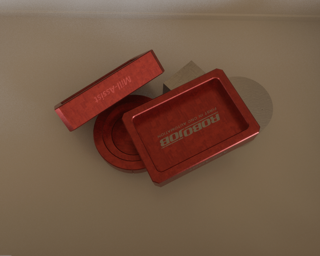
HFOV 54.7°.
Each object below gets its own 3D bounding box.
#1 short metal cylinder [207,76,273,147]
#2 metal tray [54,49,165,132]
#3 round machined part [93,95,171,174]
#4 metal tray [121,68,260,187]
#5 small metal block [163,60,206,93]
[{"bbox_3d":[0.098,-0.020,0.402,0.081,0.050,0.080,0,70,0],"label":"short metal cylinder"},{"bbox_3d":[-0.067,-0.048,0.388,0.131,0.090,0.030,-35,106,-13],"label":"metal tray"},{"bbox_3d":[-0.032,0.010,0.396,0.099,0.042,0.098,0,70,-1],"label":"round machined part"},{"bbox_3d":[0.034,-0.001,0.356,0.131,0.030,0.090,-26,71,-5],"label":"metal tray"},{"bbox_3d":[0.031,-0.055,0.414,0.050,0.050,0.025,-41,75,-15],"label":"small metal block"}]
